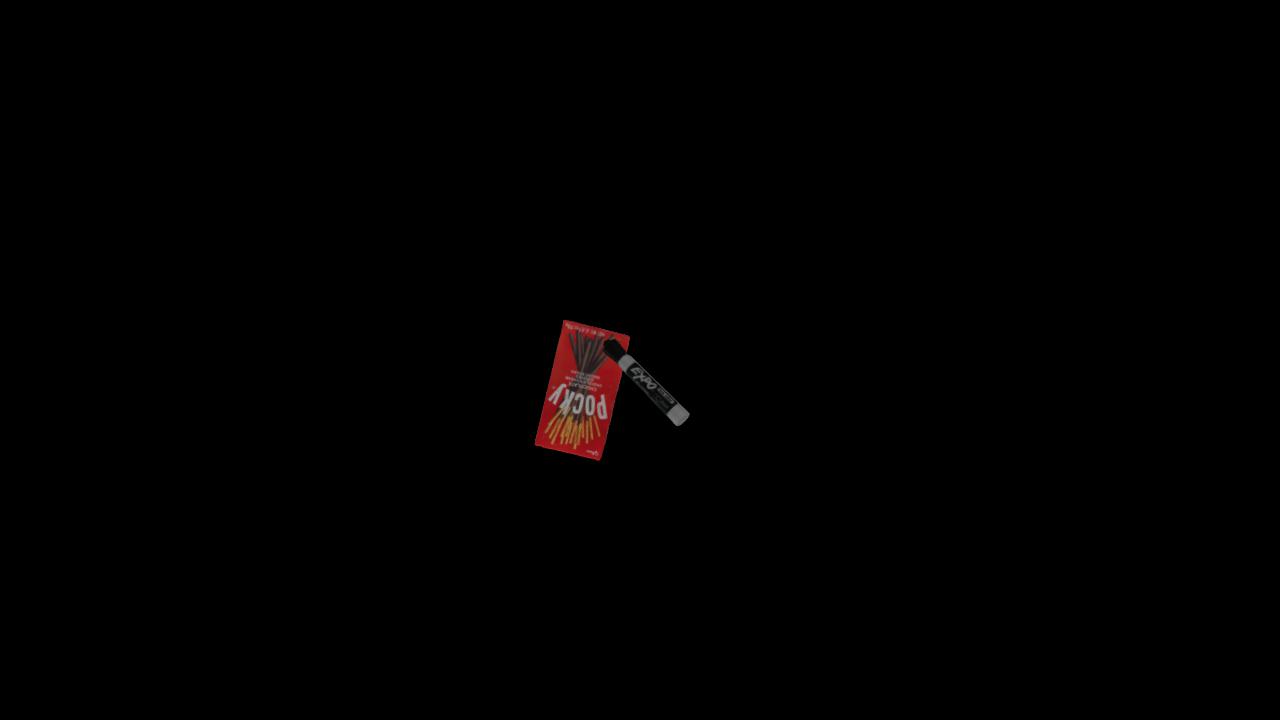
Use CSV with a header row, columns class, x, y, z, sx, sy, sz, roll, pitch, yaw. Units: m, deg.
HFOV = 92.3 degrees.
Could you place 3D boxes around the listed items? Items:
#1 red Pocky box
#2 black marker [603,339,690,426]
class,x,y,z,sx,sy,sz,roll,pitch,yaw
red Pocky box,-0.068,0.036,0.733,0.083,0.155,0.028,13,2,-3
black marker,0.004,0.021,0.641,0.121,0.020,0.020,45,19,20
